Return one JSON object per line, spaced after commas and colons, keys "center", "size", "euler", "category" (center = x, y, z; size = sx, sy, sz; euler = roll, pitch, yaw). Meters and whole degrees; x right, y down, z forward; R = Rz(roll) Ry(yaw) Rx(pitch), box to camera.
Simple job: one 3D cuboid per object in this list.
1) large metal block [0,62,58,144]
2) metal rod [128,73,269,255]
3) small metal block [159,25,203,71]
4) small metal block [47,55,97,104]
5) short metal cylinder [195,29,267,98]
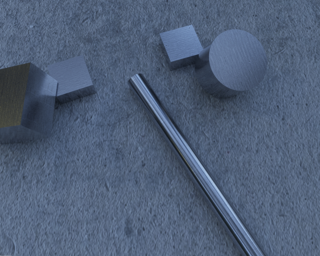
{"center": [-0.183, -0.028, 0.390], "size": [0.080, 0.050, 0.080], "euler": [-7, 69, 19], "category": "large metal block"}
{"center": [0.046, 0.052, 0.389], "size": [0.025, 0.025, 0.299], "euler": [-31, 73, -11], "category": "metal rod"}
{"center": [0.031, -0.117, 0.451], "size": [0.050, 0.025, 0.050], "euler": [-17, 71, -7], "category": "small metal block"}
{"center": [-0.122, -0.067, 0.431], "size": [0.050, 0.025, 0.050], "euler": [-20, 71, -8], "category": "small metal block"}
{"center": [0.093, -0.084, 0.414], "size": [0.081, 0.050, 0.080], "euler": [1, 84, -14], "category": "short metal cylinder"}
